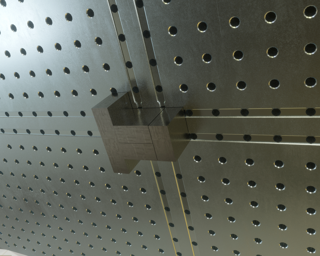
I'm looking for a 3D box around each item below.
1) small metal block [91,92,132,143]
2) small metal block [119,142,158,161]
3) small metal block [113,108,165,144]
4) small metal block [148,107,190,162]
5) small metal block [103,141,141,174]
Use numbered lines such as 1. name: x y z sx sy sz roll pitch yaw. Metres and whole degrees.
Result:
1. small metal block: -0.060 -0.015 0.415 0.025 0.050 0.050 0 118 28
2. small metal block: -0.018 0.018 0.413 0.050 0.050 0.025 0 118 28
3. small metal block: -0.023 -0.004 0.403 0.050 0.050 0.025 0 118 28
4. small metal block: 0.013 0.007 0.390 0.025 0.050 0.050 0 118 28
5. small metal block: -0.048 0.029 0.436 0.025 0.050 0.050 0 118 28
